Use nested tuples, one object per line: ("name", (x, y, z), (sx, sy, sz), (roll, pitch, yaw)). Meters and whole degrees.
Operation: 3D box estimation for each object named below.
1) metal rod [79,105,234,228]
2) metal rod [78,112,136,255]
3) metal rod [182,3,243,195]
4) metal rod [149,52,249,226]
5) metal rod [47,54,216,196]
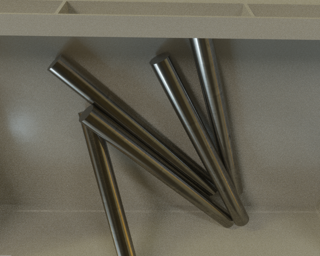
("metal rod", (0.013, 0.068, 0.437), (0.025, 0.025, 0.301), (-34, 123, 25))
("metal rod", (-0.059, 0.121, 0.420), (0.025, 0.025, 0.298), (-11, 101, 9))
("metal rod", (0.077, -0.010, 0.401), (0.025, 0.025, 0.299), (-13, 129, 11))
("metal rod", (0.065, 0.034, 0.418), (0.025, 0.025, 0.299), (-20, 122, 16))
("metal rod", (-0.018, 0.012, 0.418), (0.025, 0.025, 0.301), (-34, 123, 25))
